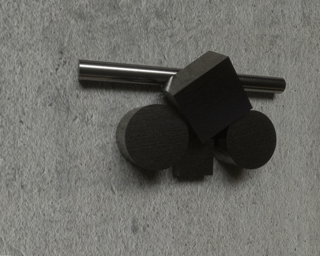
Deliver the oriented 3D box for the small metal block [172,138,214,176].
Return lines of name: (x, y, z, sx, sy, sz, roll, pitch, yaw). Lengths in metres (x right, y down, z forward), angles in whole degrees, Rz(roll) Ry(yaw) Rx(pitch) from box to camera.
small metal block: (0.046, 0.039, 0.428, 0.050, 0.025, 0.050, 2, 89, -20)

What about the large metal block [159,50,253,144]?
large metal block: (0.060, -0.041, 0.400, 0.080, 0.050, 0.080, -36, 119, -3)

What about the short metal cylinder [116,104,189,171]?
short metal cylinder: (-0.011, 0.011, 0.392, 0.081, 0.050, 0.079, 0, 90, -20)

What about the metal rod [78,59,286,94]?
metal rod: (0.044, -0.068, 0.426, 0.302, 0.025, 0.025, 1, 90, -20)

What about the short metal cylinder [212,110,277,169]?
short metal cylinder: (0.115, 0.016, 0.439, 0.081, 0.050, 0.079, 0, 90, -20)
